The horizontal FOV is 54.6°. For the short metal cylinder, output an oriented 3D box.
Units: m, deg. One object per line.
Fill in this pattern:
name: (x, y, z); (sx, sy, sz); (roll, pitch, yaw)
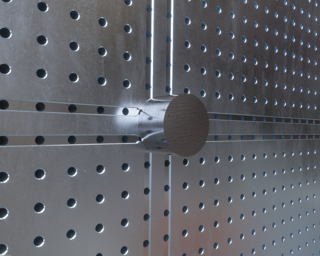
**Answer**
short metal cylinder: (0.019, -0.004, 0.407); (0.081, 0.050, 0.080); (0, 90, -40)
